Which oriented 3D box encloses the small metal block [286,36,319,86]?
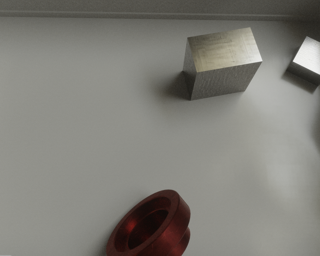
[{"bbox_3d":[0.220,-0.097,0.448,0.050,0.025,0.050,30,73,10],"label":"small metal block"}]

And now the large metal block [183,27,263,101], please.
[{"bbox_3d":[0.078,-0.082,0.411,0.081,0.080,0.050,-11,71,-4],"label":"large metal block"}]

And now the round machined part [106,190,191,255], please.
[{"bbox_3d":[-0.006,0.116,0.335,0.098,0.098,0.042,-41,104,-14],"label":"round machined part"}]
